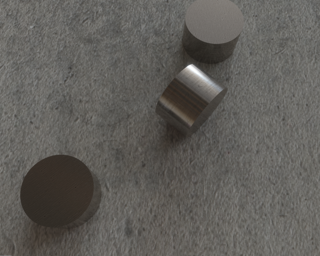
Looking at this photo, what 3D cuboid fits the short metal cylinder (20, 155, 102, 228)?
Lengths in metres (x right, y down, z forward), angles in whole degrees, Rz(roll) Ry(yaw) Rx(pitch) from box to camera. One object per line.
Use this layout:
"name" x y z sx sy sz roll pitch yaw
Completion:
"short metal cylinder" -0.114 0.076 0.366 0.081 0.050 0.080 0 70 0

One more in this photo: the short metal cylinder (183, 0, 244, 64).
"short metal cylinder" 0.075 -0.140 0.447 0.081 0.050 0.080 0 70 0

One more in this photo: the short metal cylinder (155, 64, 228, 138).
"short metal cylinder" 0.040 -0.034 0.392 0.050 0.080 0.080 40 75 13
